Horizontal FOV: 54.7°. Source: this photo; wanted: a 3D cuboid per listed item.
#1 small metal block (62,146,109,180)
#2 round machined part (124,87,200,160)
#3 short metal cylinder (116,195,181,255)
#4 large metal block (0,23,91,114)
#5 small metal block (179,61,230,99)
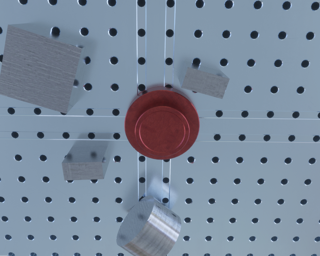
[{"bbox_3d":[-0.098,0.046,0.416,0.050,0.050,0.025,-2,110,0],"label":"small metal block"},{"bbox_3d":[0.003,-0.002,0.404,0.099,0.042,0.097,0,110,-1],"label":"round machined part"},{"bbox_3d":[-0.016,0.143,0.437,0.050,0.080,0.080,40,105,-14],"label":"short metal cylinder"},{"bbox_3d":[-0.137,-0.072,0.372,0.080,0.050,0.079,17,109,-7],"label":"large metal block"},{"bbox_3d":[0.052,-0.060,0.379,0.050,0.050,0.025,15,109,-6],"label":"small metal block"}]
